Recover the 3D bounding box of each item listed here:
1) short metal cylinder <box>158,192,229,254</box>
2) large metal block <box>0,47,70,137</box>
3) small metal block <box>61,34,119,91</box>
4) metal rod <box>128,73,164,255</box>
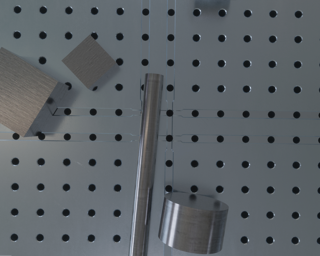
[{"bbox_3d":[0.041,0.115,0.386,0.080,0.080,0.050,9,90,0],"label":"short metal cylinder"},{"bbox_3d":[-0.178,-0.044,0.399,0.080,0.050,0.080,32,90,0],"label":"large metal block"},{"bbox_3d":[-0.092,-0.086,0.412,0.050,0.025,0.050,-43,90,0],"label":"small metal block"},{"bbox_3d":[-0.021,0.078,0.413,0.025,0.025,0.298,5,90,0],"label":"metal rod"}]
